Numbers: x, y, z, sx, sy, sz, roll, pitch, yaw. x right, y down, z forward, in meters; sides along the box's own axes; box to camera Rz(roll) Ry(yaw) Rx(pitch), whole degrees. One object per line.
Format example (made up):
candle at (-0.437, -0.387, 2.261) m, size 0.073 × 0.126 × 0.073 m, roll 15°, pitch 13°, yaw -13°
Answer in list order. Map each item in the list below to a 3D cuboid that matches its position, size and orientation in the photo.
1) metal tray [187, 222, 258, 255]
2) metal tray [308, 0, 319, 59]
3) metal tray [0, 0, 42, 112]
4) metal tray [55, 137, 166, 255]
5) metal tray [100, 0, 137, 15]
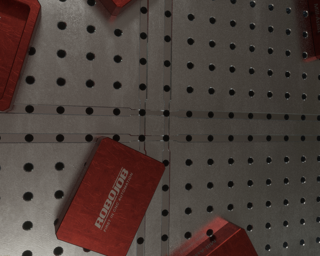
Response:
metal tray at (0.081, 0.211, 0.442) m, size 0.131 × 0.030 × 0.090 m, roll -31°, pitch 101°, yaw -18°
metal tray at (0.300, -0.188, 0.523) m, size 0.091 × 0.030 × 0.129 m, roll -11°, pitch 94°, yaw -20°
metal tray at (-0.194, -0.091, 0.338) m, size 0.091 × 0.030 × 0.129 m, roll 17°, pitch 84°, yaw -20°
metal tray at (-0.061, 0.086, 0.388) m, size 0.090 × 0.030 × 0.130 m, roll 28°, pitch 81°, yaw -18°
metal tray at (-0.064, -0.221, 0.386) m, size 0.090 × 0.030 × 0.130 m, roll -44°, pitch 104°, yaw -15°
